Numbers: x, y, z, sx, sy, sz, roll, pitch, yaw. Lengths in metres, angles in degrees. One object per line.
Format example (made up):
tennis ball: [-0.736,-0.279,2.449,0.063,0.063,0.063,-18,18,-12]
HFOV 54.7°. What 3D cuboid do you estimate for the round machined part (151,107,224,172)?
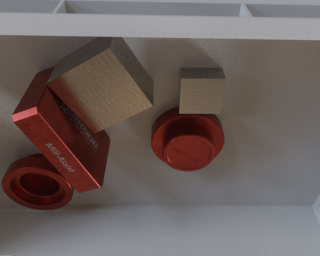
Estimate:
round machined part: [0.037,0.021,0.417,0.099,0.042,0.097,-1,130,0]

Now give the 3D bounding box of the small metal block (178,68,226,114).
small metal block: [0.049,-0.044,0.372,0.050,0.025,0.050,0,130,-1]

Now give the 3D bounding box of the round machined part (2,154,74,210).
round machined part: [-0.175,0.076,0.460,0.099,0.042,0.097,-1,130,0]

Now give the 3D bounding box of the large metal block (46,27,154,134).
large metal block: [-0.063,-0.051,0.348,0.080,0.050,0.080,-24,126,19]

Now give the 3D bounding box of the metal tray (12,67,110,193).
metal tray: [-0.107,0.003,0.367,0.030,0.090,0.130,-17,128,14]
